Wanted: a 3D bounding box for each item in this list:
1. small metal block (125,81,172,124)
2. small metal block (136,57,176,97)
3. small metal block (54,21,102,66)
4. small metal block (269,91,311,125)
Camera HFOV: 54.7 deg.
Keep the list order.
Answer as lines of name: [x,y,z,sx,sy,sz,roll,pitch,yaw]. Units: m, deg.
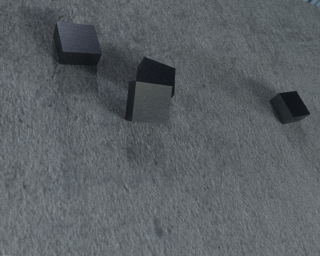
small metal block: [-0.015,-0.032,0.402,0.050,0.025,0.050,4,95,-27]
small metal block: [-0.007,-0.068,0.443,0.050,0.025,0.050,17,55,-19]
small metal block: [-0.110,-0.112,0.414,0.050,0.025,0.050,-4,64,-31]
small metal block: [0.233,-0.037,0.555,0.050,0.025,0.050,-9,67,-33]
